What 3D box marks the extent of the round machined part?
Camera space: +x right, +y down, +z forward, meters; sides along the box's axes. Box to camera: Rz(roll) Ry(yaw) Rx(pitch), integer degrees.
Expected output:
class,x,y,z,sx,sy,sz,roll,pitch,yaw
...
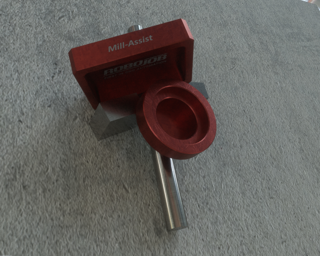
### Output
class,x,y,z,sx,sy,sz,roll,pitch,yaw
round machined part,0.016,-0.007,0.373,0.099,0.042,0.098,14,59,-24

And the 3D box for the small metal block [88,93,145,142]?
class,x,y,z,sx,sy,sz,roll,pitch,yaw
small metal block,-0.051,-0.013,0.370,0.050,0.050,0.025,-21,73,-36

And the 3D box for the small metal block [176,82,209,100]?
class,x,y,z,sx,sy,sz,roll,pitch,yaw
small metal block,0.031,-0.040,0.432,0.050,0.050,0.025,-2,63,-29

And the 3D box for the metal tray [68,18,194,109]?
class,x,y,z,sx,sy,sz,roll,pitch,yaw
metal tray,-0.028,-0.070,0.363,0.131,0.090,0.030,-17,67,-4

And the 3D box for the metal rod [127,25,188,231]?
class,x,y,z,sx,sy,sz,roll,pitch,yaw
metal rod,-0.009,-0.018,0.413,0.025,0.025,0.299,2,61,-28
